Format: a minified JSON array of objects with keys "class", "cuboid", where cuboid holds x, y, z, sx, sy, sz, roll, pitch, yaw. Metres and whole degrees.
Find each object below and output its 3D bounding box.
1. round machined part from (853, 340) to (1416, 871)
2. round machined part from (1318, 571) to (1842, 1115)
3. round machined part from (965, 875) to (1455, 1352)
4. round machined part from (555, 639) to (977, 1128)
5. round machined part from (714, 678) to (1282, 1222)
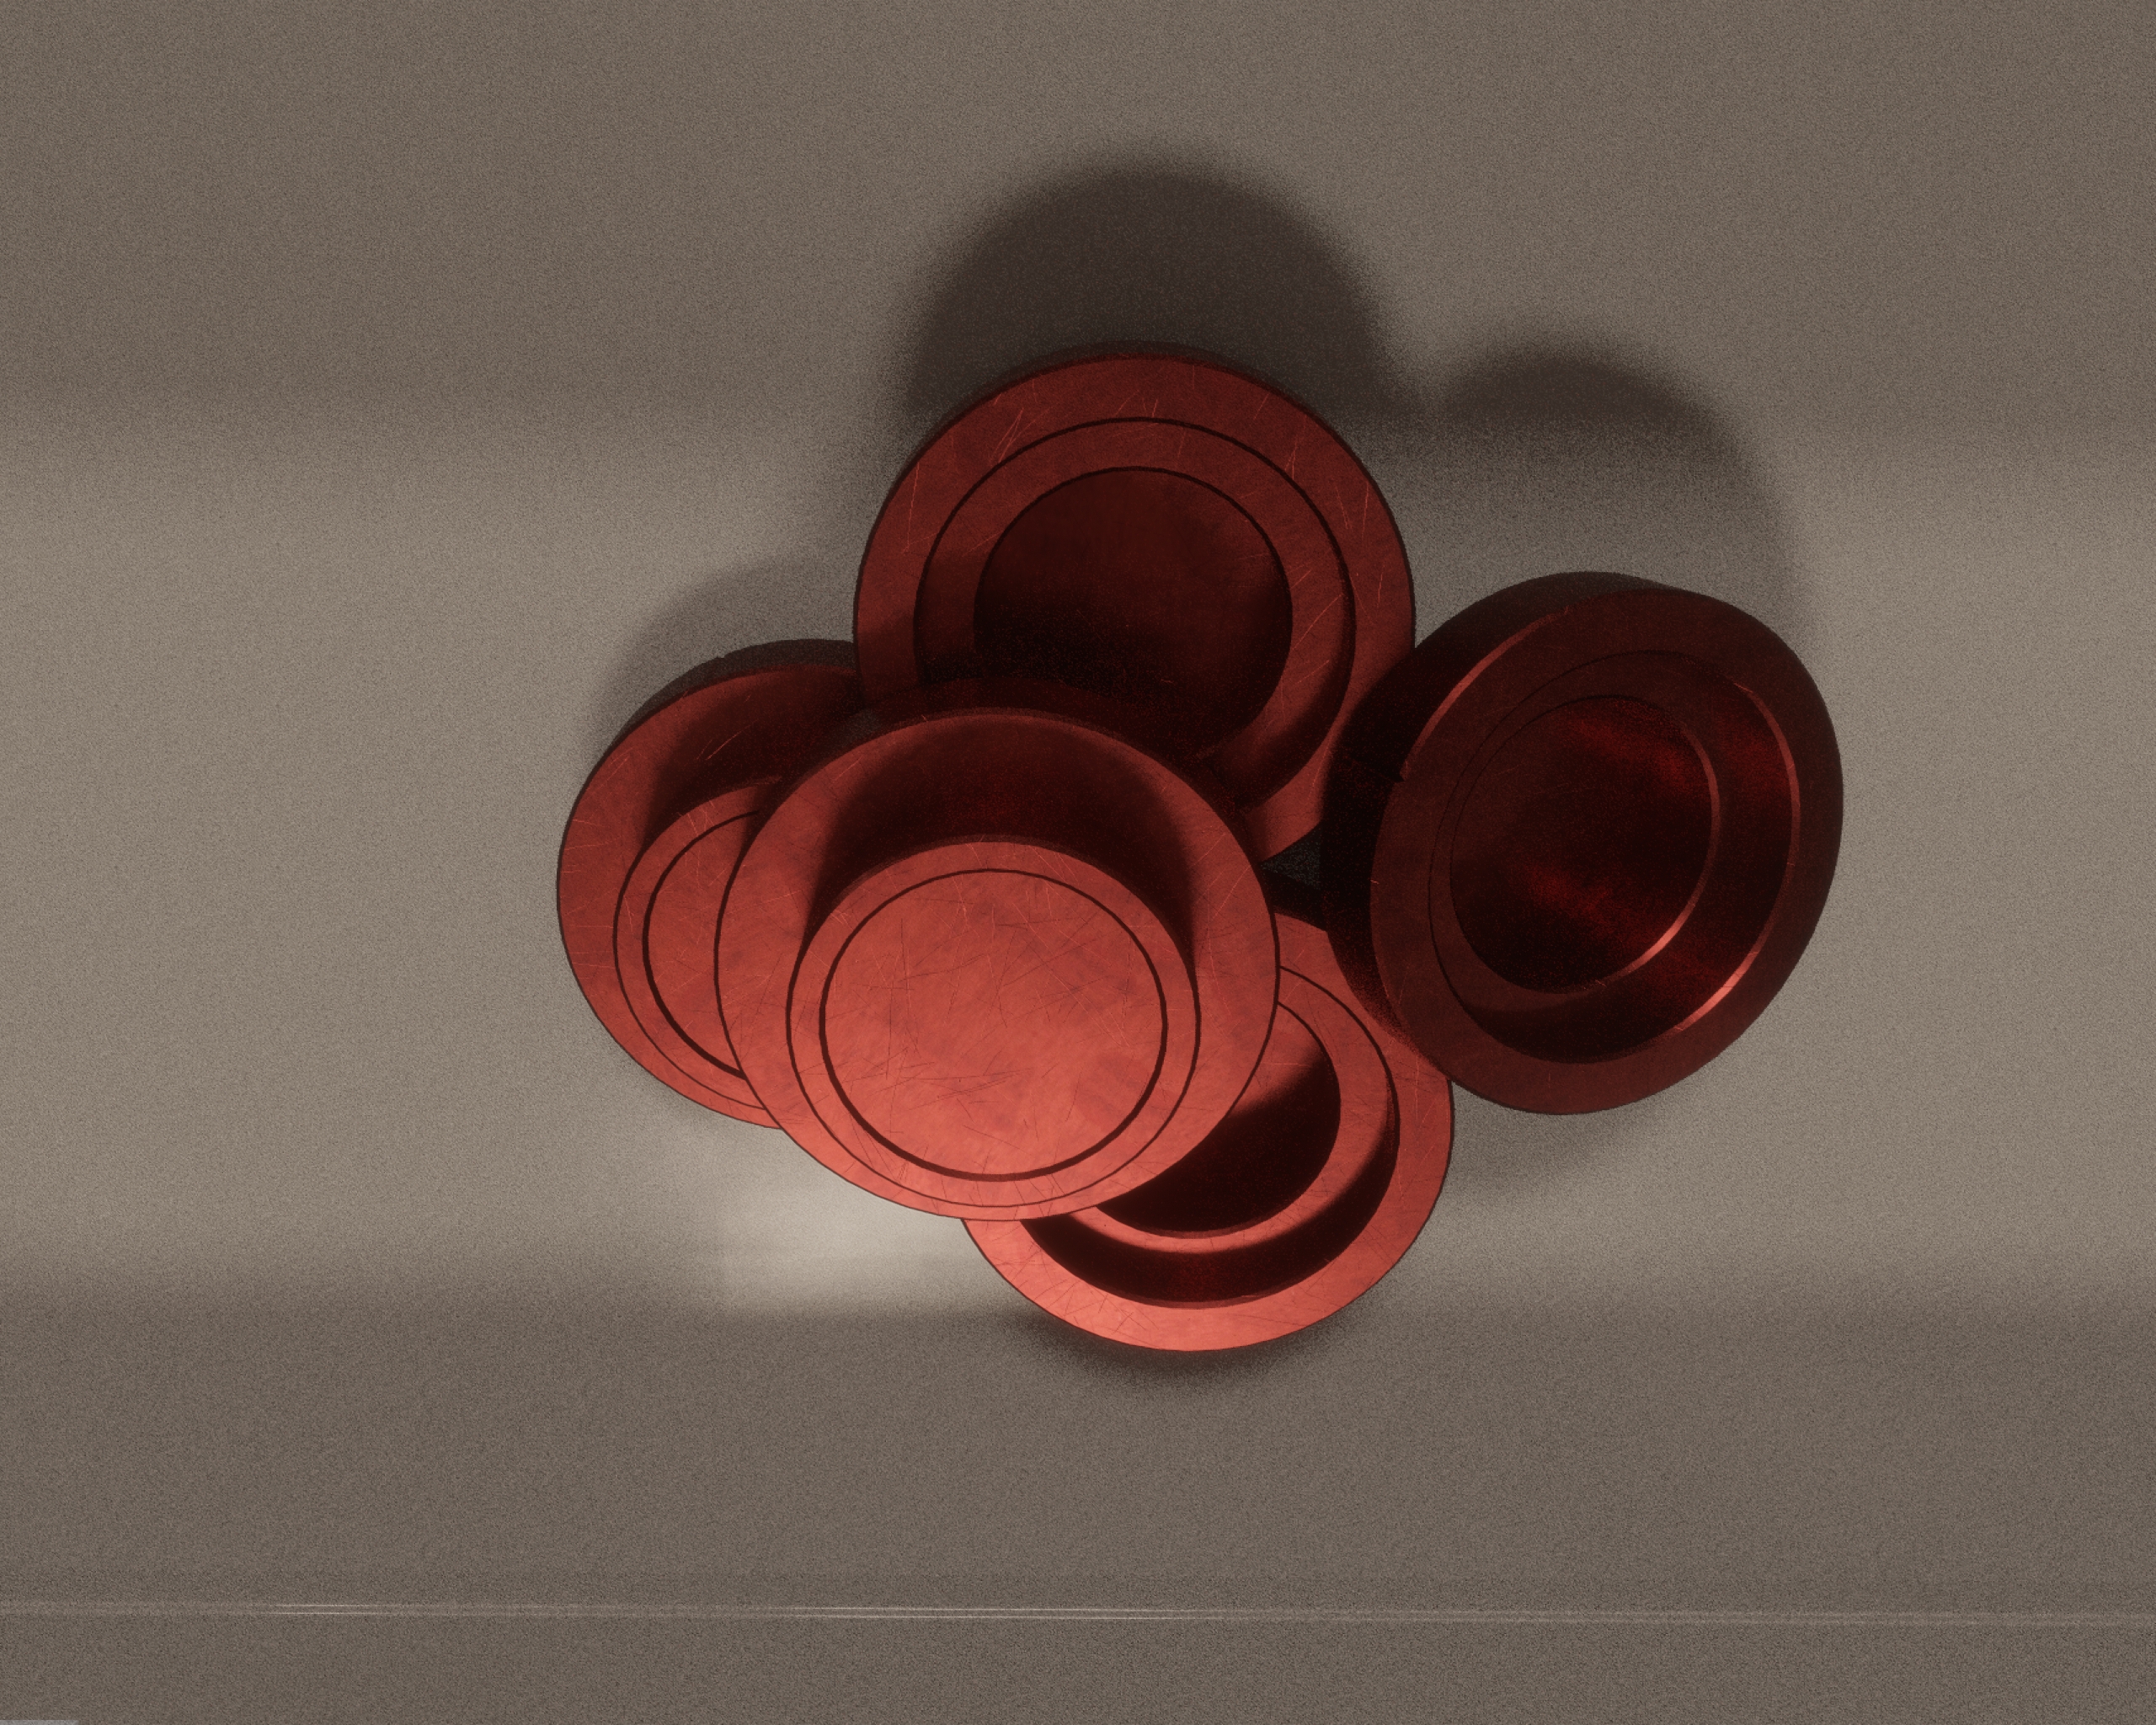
[{"class":"round machined part","cuboid":[0.010,-0.046,0.384,0.099,0.042,0.097,0,110,-1]},{"class":"round machined part","cuboid":[0.088,-0.006,0.388,0.099,0.042,0.097,-7,109,-20]},{"class":"round machined part","cuboid":[0.023,0.045,0.417,0.099,0.042,0.097,0,110,-1]},{"class":"round machined part","cuboid":[-0.051,0.009,0.401,0.099,0.042,0.097,0,110,-1]},{"class":"round machined part","cuboid":[-0.014,0.020,0.361,0.099,0.042,0.097,0,110,-1]}]
